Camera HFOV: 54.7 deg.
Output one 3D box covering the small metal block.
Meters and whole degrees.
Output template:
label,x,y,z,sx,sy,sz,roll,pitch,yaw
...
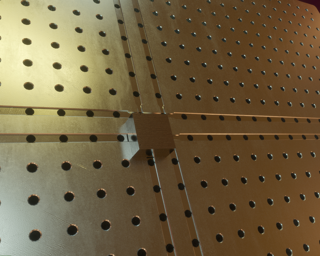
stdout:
label,x,y,z,sx,sy,sz,roll,pitch,yaw
small metal block,-0.013,0.009,0.397,0.050,0.025,0.050,1,61,-28
